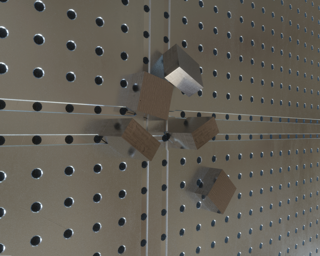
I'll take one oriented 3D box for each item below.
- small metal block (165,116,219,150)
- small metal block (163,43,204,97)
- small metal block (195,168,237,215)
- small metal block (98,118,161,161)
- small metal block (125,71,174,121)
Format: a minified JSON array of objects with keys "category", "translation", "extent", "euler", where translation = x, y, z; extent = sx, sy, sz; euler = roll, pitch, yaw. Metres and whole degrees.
[{"category":"small metal block","translation":[0.045,0.006,0.433],"extent":[0.050,0.050,0.025],"euler":[-33,111,-35]},{"category":"small metal block","translation":[0.031,-0.078,0.423],"extent":[0.050,0.025,0.050],"euler":[33,37,-35]},{"category":"small metal block","translation":[0.089,0.099,0.487],"extent":[0.050,0.025,0.050],"euler":[51,60,-28]},{"category":"small metal block","translation":[-0.036,0.014,0.364],"extent":[0.050,0.050,0.025],"euler":[43,64,-32]},{"category":"small metal block","translation":[-0.013,-0.040,0.400],"extent":[0.050,0.025,0.050],"euler":[17,79,-39]}]
